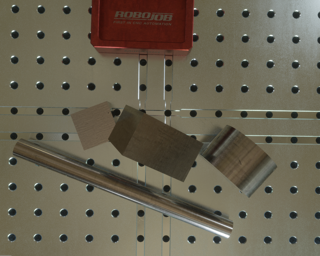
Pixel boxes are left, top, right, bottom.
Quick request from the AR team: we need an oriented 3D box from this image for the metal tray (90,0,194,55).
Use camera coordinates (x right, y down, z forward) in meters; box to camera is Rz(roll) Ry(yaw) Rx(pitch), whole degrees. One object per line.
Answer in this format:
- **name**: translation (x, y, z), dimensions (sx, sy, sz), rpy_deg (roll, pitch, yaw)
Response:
- **metal tray**: translation (-0.022, -0.146, 0.410), dimensions (0.131, 0.030, 0.089), rpy_deg (2, 90, -1)

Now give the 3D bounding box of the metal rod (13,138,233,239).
- **metal rod**: translation (-0.048, 0.081, 0.412), dimensions (0.301, 0.025, 0.025), rpy_deg (22, 90, -1)

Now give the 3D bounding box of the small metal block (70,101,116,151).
- **small metal block**: translation (-0.083, -0.003, 0.412), dimensions (0.050, 0.025, 0.050), rpy_deg (-21, 90, -1)

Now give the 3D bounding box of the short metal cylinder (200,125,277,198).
- **short metal cylinder**: translation (0.097, 0.041, 0.387), dimensions (0.080, 0.080, 0.050), rpy_deg (42, 90, -1)

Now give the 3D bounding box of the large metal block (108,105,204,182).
- **large metal block**: translation (-0.008, 0.016, 0.374), dimensions (0.080, 0.080, 0.050), rpy_deg (27, 90, -23)
